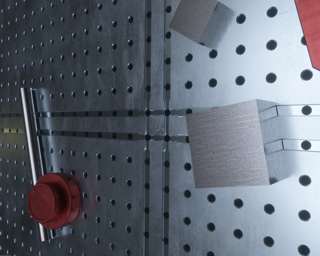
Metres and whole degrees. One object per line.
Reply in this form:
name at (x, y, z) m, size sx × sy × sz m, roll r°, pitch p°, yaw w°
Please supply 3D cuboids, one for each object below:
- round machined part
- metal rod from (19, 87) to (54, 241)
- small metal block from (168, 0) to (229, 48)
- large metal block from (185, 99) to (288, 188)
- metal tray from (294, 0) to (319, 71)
round machined part at (-0.191, 0.128, 0.540) m, size 0.098 × 0.042 × 0.097 m, roll -2°, pitch 85°, yaw 28°
metal rod at (-0.243, 0.065, 0.606) m, size 0.025 × 0.025 × 0.298 m, roll -20°, pitch 78°, yaw 38°
small metal block at (0.045, -0.132, 0.371) m, size 0.050 × 0.025 × 0.050 m, roll 40°, pitch 114°, yaw 32°
large metal block at (0.079, 0.018, 0.327) m, size 0.080 × 0.050 × 0.080 m, roll -12°, pitch 83°, yaw 39°
metal tray at (0.168, -0.122, 0.267) m, size 0.090 × 0.030 × 0.129 m, roll -17°, pitch 79°, yaw 38°
